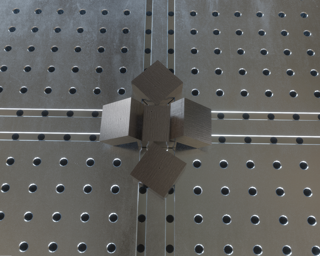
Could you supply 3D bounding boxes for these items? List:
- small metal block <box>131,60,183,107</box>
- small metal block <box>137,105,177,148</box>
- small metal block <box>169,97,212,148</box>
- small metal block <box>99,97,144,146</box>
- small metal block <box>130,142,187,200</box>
[{"bbox_3d":[-0.004,-0.058,0.433,0.050,0.025,0.050,-42,75,-14],"label":"small metal block"},{"bbox_3d":[-0.003,-0.002,0.412,0.050,0.025,0.050,1,69,0],"label":"small metal block"},{"bbox_3d":[0.040,-0.005,0.399,0.050,0.025,0.050,19,65,-37],"label":"small metal block"},{"bbox_3d":[-0.049,-0.007,0.401,0.050,0.025,0.050,-12,67,35],"label":"small metal block"},{"bbox_3d":[-0.002,0.054,0.391,0.050,0.025,0.050,32,74,12],"label":"small metal block"}]
